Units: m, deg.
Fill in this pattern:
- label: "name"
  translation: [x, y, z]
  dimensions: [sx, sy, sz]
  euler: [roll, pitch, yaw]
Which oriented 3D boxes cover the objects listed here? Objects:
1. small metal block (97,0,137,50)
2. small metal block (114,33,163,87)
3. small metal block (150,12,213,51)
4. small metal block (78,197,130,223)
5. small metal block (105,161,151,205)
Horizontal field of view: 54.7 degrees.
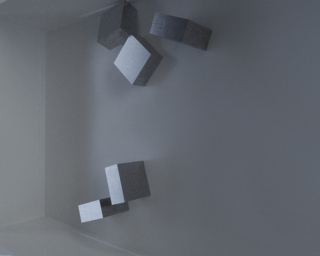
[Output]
- label: "small metal block"
  translation: [-0.062, -0.148, 0.446]
  dimensions: [0.050, 0.025, 0.050]
  euler: [-15, 62, 38]
- label: "small metal block"
  translation: [-0.031, -0.094, 0.430]
  dimensions: [0.050, 0.025, 0.050]
  euler: [50, 119, 27]
- label: "small metal block"
  translation: [0.025, -0.114, 0.368]
  dimensions: [0.050, 0.050, 0.025]
  euler: [28, 107, 36]
- label: "small metal block"
  translation: [-0.082, 0.118, 0.456]
  dimensions: [0.050, 0.050, 0.025]
  euler: [-23, 76, 37]
- label: "small metal block"
  translation: [-0.043, 0.074, 0.424]
  dimensions: [0.025, 0.050, 0.050]
  euler: [-21, 77, 38]
